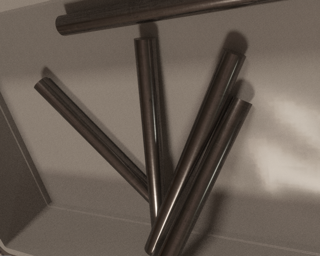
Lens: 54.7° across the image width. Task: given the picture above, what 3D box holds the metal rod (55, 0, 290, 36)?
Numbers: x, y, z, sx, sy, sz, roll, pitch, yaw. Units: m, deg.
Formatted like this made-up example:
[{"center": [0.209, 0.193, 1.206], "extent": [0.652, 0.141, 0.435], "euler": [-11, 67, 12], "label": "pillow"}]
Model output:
[{"center": [0.011, -0.127, 0.323], "extent": [0.301, 0.025, 0.025], "euler": [1, 119, 27], "label": "metal rod"}]

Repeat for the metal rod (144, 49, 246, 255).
[{"center": [0.033, 0.049, 0.384], "extent": [0.025, 0.025, 0.298], "euler": [25, 116, 12], "label": "metal rod"}]

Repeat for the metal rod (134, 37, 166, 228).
[{"center": [-0.008, 0.034, 0.413], "extent": [0.025, 0.025, 0.298], "euler": [7, 116, 24], "label": "metal rod"}]

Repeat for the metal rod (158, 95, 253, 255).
[{"center": [0.034, 0.104, 0.372], "extent": [0.025, 0.025, 0.298], "euler": [25, 101, 12], "label": "metal rod"}]

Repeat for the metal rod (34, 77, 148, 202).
[{"center": [-0.072, 0.041, 0.469], "extent": [0.300, 0.025, 0.025], "euler": [46, 129, -5], "label": "metal rod"}]
